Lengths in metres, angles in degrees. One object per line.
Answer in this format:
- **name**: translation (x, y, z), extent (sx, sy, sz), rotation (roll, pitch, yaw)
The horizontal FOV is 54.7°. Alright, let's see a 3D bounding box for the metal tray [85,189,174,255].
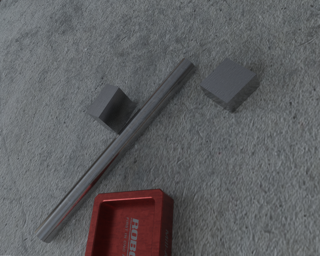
- **metal tray**: translation (-0.035, 0.135, 0.334), extent (0.090, 0.030, 0.130), rotation (-9, 58, 22)

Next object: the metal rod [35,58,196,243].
- **metal rod**: translation (-0.054, 0.024, 0.415), extent (0.025, 0.025, 0.300), rotation (34, 80, 38)

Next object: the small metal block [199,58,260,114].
- **small metal block**: translation (0.087, -0.054, 0.390), extent (0.050, 0.025, 0.050), rotation (-45, 51, -3)

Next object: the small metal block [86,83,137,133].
- **small metal block**: translation (-0.067, -0.026, 0.437), extent (0.025, 0.050, 0.050), rotation (21, 73, 35)
